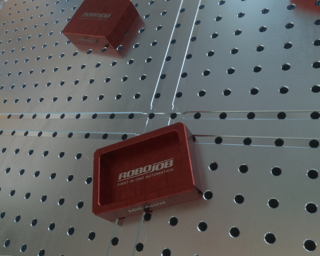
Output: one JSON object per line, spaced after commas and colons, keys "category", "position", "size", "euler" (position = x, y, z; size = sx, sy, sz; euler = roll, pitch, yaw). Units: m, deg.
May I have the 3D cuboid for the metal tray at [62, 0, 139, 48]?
{"category": "metal tray", "position": [-0.115, -0.202, 0.591], "size": [0.130, 0.030, 0.090], "euler": [17, 70, 34]}

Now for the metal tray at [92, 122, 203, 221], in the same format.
{"category": "metal tray", "position": [-0.020, 0.054, 0.383], "size": [0.130, 0.030, 0.090], "euler": [-18, 54, 17]}
